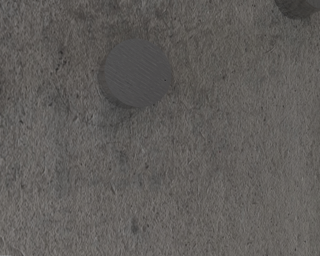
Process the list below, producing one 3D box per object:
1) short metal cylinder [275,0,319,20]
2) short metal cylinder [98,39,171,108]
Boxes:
[{"bbox_3d":[0.225,-0.215,0.478,0.081,0.050,0.080,0,90,-20],"label":"short metal cylinder"},{"bbox_3d":[-0.033,-0.064,0.383,0.081,0.050,0.080,0,90,-20],"label":"short metal cylinder"}]
